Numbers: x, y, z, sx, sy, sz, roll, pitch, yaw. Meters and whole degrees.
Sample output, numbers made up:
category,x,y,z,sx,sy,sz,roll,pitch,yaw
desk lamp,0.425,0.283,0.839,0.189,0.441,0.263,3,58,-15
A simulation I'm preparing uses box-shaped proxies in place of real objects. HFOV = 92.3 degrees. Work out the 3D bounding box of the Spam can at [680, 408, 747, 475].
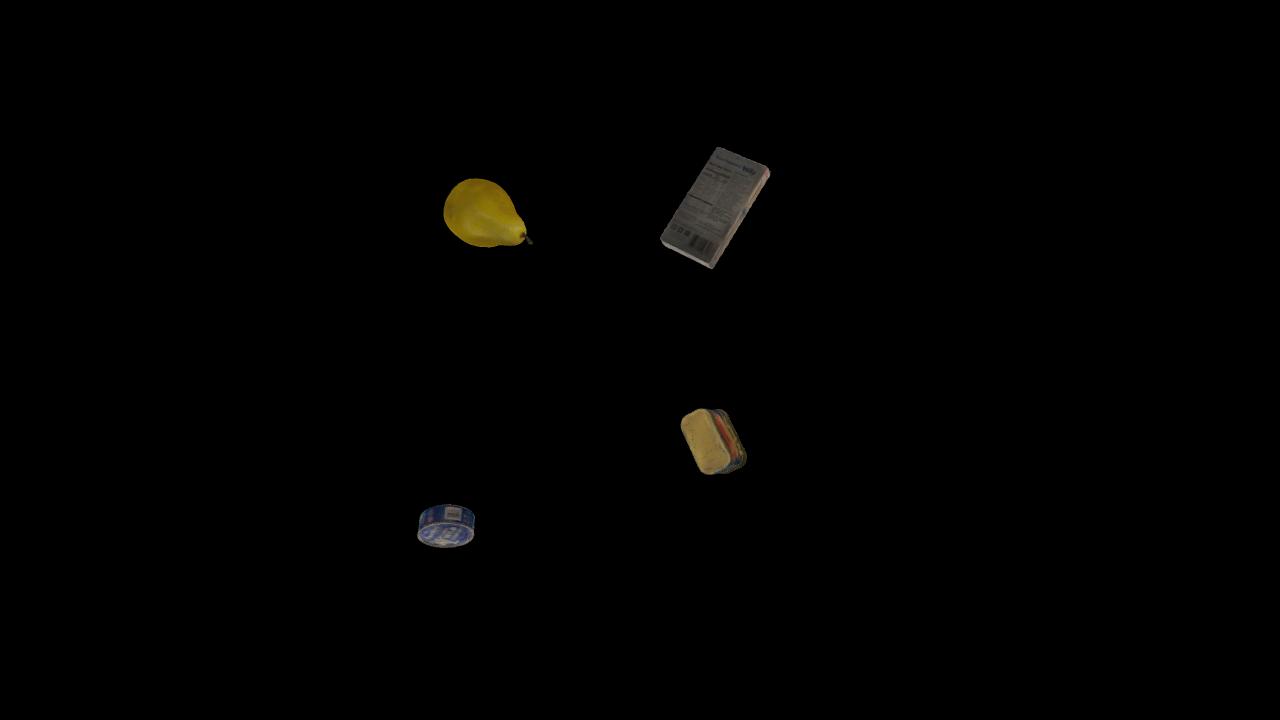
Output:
category,x,y,z,sx,sy,sz,roll,pitch,yaw
Spam can,0.112,0.125,0.945,0.058,0.101,0.085,-31,-19,19

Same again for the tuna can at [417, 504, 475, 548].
category,x,y,z,sx,sy,sz,roll,pitch,yaw
tuna can,-0.299,0.257,0.950,0.084,0.034,0.084,-6,-40,-5

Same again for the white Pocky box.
category,x,y,z,sx,sy,sz,roll,pitch,yaw
white Pocky box,0.102,-0.208,0.840,0.084,0.154,0.028,31,-2,22

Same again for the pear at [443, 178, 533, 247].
category,x,y,z,sx,sy,sz,roll,pitch,yaw
pear,-0.157,-0.154,0.680,0.111,0.080,0.080,26,4,9
